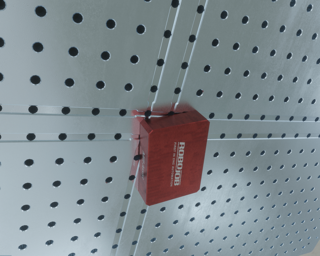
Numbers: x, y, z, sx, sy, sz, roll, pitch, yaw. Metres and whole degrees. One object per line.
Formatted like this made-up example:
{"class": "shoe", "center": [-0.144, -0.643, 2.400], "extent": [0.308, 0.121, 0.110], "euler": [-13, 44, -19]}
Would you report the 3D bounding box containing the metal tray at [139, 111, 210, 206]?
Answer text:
{"class": "metal tray", "center": [0.018, 0.044, 0.444], "extent": [0.091, 0.030, 0.129], "euler": [-11, 123, -23]}
